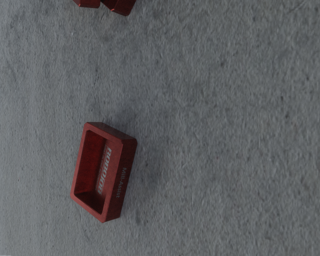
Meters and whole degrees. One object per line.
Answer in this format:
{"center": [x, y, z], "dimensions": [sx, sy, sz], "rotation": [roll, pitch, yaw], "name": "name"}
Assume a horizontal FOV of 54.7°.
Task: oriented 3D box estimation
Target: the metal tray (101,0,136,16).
{"center": [-0.073, -0.238, 0.460], "dimensions": [0.130, 0.030, 0.089], "rotation": [48, 118, 29], "name": "metal tray"}

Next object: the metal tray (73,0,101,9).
{"center": [-0.122, -0.244, 0.465], "dimensions": [0.130, 0.030, 0.089], "rotation": [50, 137, 43], "name": "metal tray"}

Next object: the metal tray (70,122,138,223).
{"center": [-0.089, 0.064, 0.471], "dimensions": [0.090, 0.030, 0.129], "rotation": [23, 104, 37], "name": "metal tray"}
